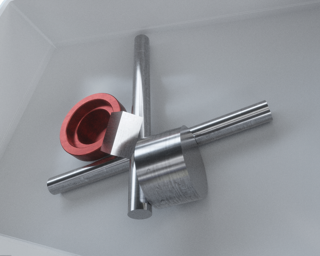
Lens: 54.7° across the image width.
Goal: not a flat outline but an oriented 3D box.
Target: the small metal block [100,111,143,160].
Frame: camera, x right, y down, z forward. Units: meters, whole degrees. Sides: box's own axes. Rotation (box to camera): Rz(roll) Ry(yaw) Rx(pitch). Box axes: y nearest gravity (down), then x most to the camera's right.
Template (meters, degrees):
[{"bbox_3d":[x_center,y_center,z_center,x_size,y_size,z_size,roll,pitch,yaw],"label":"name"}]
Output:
[{"bbox_3d":[-0.047,0.008,0.369,0.050,0.025,0.050,2,76,66],"label":"small metal block"}]

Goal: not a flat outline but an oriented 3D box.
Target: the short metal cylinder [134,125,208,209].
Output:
[{"bbox_3d":[0.014,0.042,0.334,0.050,0.080,0.080,-18,55,18],"label":"short metal cylinder"}]

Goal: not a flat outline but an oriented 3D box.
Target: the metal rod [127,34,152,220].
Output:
[{"bbox_3d":[-0.025,-0.027,0.409,0.025,0.025,0.300,-18,48,18],"label":"metal rod"}]

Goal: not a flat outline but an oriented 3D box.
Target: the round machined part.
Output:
[{"bbox_3d":[-0.087,0.002,0.436,0.098,0.042,0.098,-13,56,20],"label":"round machined part"}]

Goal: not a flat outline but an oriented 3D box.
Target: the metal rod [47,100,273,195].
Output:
[{"bbox_3d":[-0.012,0.030,0.390,0.301,0.025,0.025,-20,54,15],"label":"metal rod"}]
